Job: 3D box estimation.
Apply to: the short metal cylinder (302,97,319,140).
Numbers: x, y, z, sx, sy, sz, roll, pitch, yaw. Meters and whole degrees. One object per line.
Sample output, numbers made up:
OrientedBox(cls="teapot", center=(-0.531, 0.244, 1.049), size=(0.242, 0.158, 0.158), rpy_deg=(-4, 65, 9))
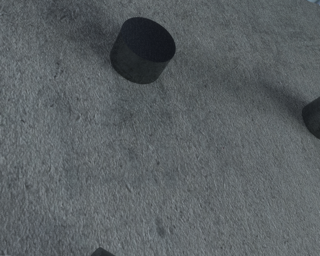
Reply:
OrientedBox(cls="short metal cylinder", center=(0.311, -0.021, 0.567), size=(0.081, 0.050, 0.080), rpy_deg=(14, 56, -21))

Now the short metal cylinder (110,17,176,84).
OrientedBox(cls="short metal cylinder", center=(-0.025, -0.110, 0.441), size=(0.081, 0.050, 0.080), rpy_deg=(14, 56, -21))

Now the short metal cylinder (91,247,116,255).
OrientedBox(cls="short metal cylinder", center=(-0.049, 0.147, 0.252), size=(0.050, 0.080, 0.080), rpy_deg=(34, 51, -7))
